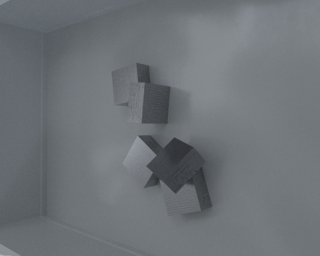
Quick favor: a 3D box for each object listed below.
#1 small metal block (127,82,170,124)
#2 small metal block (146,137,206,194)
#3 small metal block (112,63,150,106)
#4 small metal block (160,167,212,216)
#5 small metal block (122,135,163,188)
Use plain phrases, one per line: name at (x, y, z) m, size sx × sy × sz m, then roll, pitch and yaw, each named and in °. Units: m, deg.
small metal block at (-0.014, -0.032, 0.402) m, size 0.025 × 0.050 × 0.050 m, roll 8°, pitch 95°, yaw 40°
small metal block at (0.018, 0.042, 0.364) m, size 0.050 × 0.025 × 0.050 m, roll -45°, pitch 24°, yaw -8°
small metal block at (-0.041, -0.060, 0.441) m, size 0.050 × 0.025 × 0.050 m, roll -9°, pitch 84°, yaw 39°
small metal block at (0.031, 0.078, 0.382) m, size 0.050 × 0.025 × 0.050 m, roll -22°, pitch 76°, yaw 38°
small metal block at (-0.018, 0.045, 0.422) m, size 0.050 × 0.025 × 0.050 m, roll 44°, pitch 116°, yaw 31°
